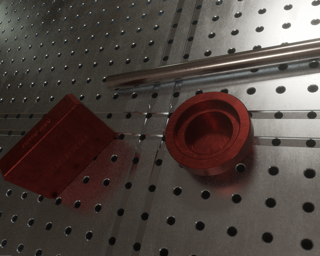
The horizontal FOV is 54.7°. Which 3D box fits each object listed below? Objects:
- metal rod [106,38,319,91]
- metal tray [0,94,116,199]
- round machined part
[{"bbox_3d":[0.058,-0.083,0.427,0.301,0.025,0.025,-5,60,25],"label":"metal rod"},{"bbox_3d":[-0.134,0.028,0.417,0.130,0.090,0.030,-46,51,-4],"label":"metal tray"},{"bbox_3d":[0.059,0.010,0.360,0.098,0.042,0.098,-13,56,20],"label":"round machined part"}]
